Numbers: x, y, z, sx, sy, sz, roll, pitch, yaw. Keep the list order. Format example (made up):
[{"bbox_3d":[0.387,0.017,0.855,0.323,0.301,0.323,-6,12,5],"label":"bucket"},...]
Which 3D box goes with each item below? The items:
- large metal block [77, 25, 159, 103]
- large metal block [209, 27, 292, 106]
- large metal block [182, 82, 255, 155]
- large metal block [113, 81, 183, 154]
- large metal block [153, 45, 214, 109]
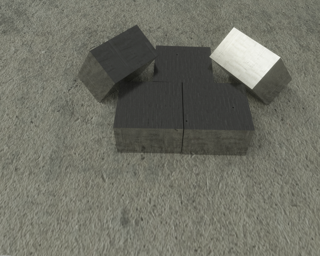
[{"bbox_3d":[-0.060,-0.087,0.433,0.080,0.080,0.050,-40,95,-28],"label":"large metal block"},{"bbox_3d":[0.128,-0.084,0.433,0.050,0.080,0.080,-50,58,12],"label":"large metal block"},{"bbox_3d":[0.069,-0.013,0.397,0.081,0.050,0.080,1,50,0],"label":"large metal block"},{"bbox_3d":[-0.013,-0.014,0.400,0.081,0.050,0.080,1,50,0],"label":"large metal block"},{"bbox_3d":[0.032,-0.075,0.452,0.081,0.050,0.080,2,50,1],"label":"large metal block"}]
